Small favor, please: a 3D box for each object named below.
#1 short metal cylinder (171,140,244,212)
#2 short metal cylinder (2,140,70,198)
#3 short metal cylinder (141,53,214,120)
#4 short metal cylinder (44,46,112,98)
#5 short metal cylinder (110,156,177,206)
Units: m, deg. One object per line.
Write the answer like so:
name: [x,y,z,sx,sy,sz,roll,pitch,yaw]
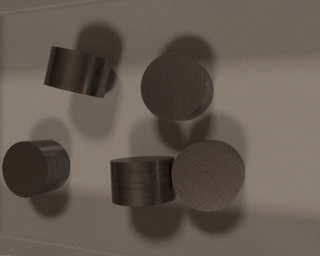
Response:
short metal cylinder: [0.060,0.055,0.376,0.080,0.050,0.079,0,90,19]
short metal cylinder: [-0.183,0.058,0.460,0.080,0.050,0.079,0,90,19]
short metal cylinder: [0.023,-0.049,0.389,0.080,0.050,0.079,0,90,19]
short metal cylinder: [-0.110,-0.074,0.419,0.080,0.080,0.050,15,95,19]
short metal cylinder: [-0.021,0.064,0.388,0.080,0.080,0.050,-3,89,19]
